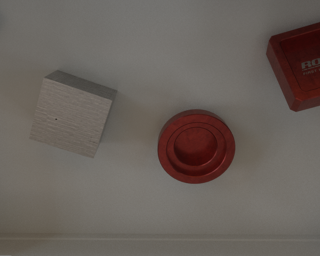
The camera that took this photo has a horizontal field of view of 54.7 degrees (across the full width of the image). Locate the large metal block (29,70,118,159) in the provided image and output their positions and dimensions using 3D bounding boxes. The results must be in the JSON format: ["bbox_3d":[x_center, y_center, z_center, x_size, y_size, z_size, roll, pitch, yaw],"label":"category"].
[{"bbox_3d":[-0.107,-0.018,0.390,0.080,0.050,0.079,19,109,-7],"label":"large metal block"}]

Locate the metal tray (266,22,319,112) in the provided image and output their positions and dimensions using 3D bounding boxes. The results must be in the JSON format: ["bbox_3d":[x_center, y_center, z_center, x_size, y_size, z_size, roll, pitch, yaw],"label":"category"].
[{"bbox_3d":[0.201,-0.079,0.353,0.131,0.030,0.090,-15,66,5],"label":"metal tray"}]

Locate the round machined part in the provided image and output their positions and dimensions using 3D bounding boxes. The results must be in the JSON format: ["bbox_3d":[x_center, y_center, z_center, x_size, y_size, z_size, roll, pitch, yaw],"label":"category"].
[{"bbox_3d":[0.046,0.021,0.411,0.099,0.042,0.097,0,110,-1],"label":"round machined part"}]
